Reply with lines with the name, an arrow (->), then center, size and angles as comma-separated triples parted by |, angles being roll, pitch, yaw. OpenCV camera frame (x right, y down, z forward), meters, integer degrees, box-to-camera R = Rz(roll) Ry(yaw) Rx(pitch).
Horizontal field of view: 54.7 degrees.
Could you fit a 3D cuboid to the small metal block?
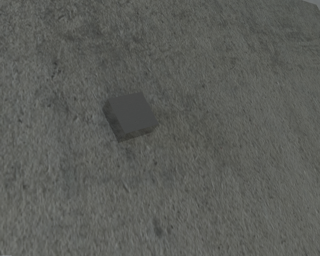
small metal block -> -0.038, -0.015, 0.394 | 0.050, 0.025, 0.050 | -17, 71, -35
